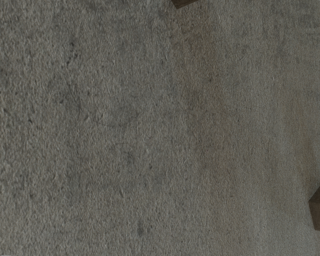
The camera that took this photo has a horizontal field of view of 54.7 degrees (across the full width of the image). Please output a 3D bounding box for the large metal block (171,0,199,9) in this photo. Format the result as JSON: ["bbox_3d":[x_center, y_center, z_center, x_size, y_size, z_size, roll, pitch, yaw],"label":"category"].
[{"bbox_3d":[0.057,-0.214,0.415,0.050,0.080,0.080,51,60,-28],"label":"large metal block"}]

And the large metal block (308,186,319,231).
[{"bbox_3d":[0.394,0.186,0.718,0.081,0.050,0.080,-32,110,-35],"label":"large metal block"}]
